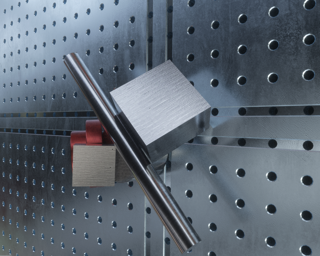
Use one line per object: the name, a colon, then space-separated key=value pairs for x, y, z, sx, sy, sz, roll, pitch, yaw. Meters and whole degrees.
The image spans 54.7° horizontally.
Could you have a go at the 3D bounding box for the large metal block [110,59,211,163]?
large metal block: x=0.001 y=-0.020 z=0.359 sx=0.080 sy=0.050 sz=0.080 roll=-31 pitch=63 yaw=-11

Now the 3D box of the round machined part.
round machined part: x=-0.104 y=0.037 z=0.446 sx=0.098 sy=0.042 sz=0.097 roll=177 pitch=89 yaw=-78

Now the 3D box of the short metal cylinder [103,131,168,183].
short metal cylinder: x=-0.036 y=0.031 z=0.418 sx=0.080 sy=0.050 sz=0.079 roll=0 pitch=90 yaw=40

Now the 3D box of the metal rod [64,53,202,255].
metal rod: x=-0.047 y=0.012 z=0.378 sx=0.025 sy=0.025 sz=0.300 roll=-51 pitch=61 yaw=28

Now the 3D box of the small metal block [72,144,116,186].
small metal block: x=-0.082 y=0.046 z=0.388 sx=0.025 sy=0.050 sz=0.050 roll=-166 pitch=78 yaw=-80
